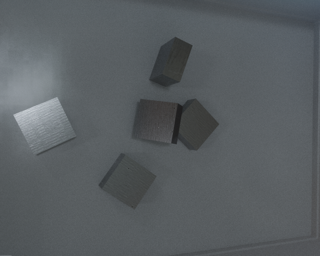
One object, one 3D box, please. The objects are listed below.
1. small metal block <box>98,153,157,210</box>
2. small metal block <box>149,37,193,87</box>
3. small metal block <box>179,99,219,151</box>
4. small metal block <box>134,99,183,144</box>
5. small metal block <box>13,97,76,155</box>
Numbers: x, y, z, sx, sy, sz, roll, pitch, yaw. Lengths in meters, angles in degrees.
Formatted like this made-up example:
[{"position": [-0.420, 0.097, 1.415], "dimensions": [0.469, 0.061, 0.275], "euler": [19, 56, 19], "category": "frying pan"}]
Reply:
[{"position": [-0.041, 0.067, 0.396], "dimensions": [0.050, 0.025, 0.050], "euler": [38, 78, -17], "category": "small metal block"}, {"position": [0.013, -0.084, 0.403], "dimensions": [0.025, 0.050, 0.050], "euler": [21, 83, -19], "category": "small metal block"}, {"position": [0.045, -0.005, 0.428], "dimensions": [0.050, 0.025, 0.050], "euler": [45, 76, -15], "category": "small metal block"}, {"position": [-0.002, -0.008, 0.397], "dimensions": [0.050, 0.025, 0.050], "euler": [8, 87, 19], "category": "small metal block"}, {"position": [-0.133, -0.003, 0.362], "dimensions": [0.050, 0.025, 0.050], "euler": [-26, 99, -18], "category": "small metal block"}]
